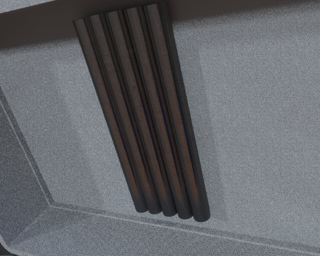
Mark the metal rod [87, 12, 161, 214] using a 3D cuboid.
[{"bbox_3d":[-0.040,-0.003,0.426,0.025,0.025,0.298,0,119,28],"label":"metal rod"}]

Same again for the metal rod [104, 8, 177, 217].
[{"bbox_3d":[-0.017,-0.003,0.415,0.025,0.025,0.298,0,119,28],"label":"metal rod"}]

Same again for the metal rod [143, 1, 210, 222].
[{"bbox_3d":[0.028,-0.002,0.391,0.025,0.025,0.298,0,119,28],"label":"metal rod"}]

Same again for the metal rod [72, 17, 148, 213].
[{"bbox_3d":[-0.061,-0.002,0.438,0.025,0.025,0.298,0,119,28],"label":"metal rod"}]

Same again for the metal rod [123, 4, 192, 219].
[{"bbox_3d":[0.006,-0.002,0.403,0.025,0.025,0.298,0,119,28],"label":"metal rod"}]
